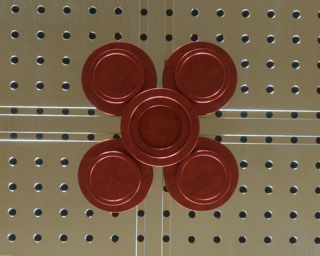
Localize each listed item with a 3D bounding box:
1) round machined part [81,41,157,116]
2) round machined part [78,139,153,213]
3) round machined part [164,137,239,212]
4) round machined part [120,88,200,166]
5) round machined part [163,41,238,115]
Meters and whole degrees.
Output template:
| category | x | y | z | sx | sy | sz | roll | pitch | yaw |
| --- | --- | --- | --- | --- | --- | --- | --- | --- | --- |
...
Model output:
| category | x | y | z | sx | sy | sz | roll | pitch | yaw |
| --- | --- | --- | --- | --- | --- | --- | --- | --- | --- |
| round machined part | -0.054 | -0.064 | 0.403 | 0.099 | 0.042 | 0.097 | 0 | 90 | -1 |
| round machined part | -0.058 | 0.063 | 0.405 | 0.099 | 0.042 | 0.097 | 0 | 90 | -1 |
| round machined part | 0.055 | 0.061 | 0.405 | 0.099 | 0.042 | 0.097 | 0 | 90 | -1 |
| round machined part | 0.000 | -0.001 | 0.403 | 0.099 | 0.042 | 0.097 | 0 | 90 | -1 |
| round machined part | 0.053 | -0.065 | 0.405 | 0.099 | 0.042 | 0.097 | 0 | 90 | -1 |
